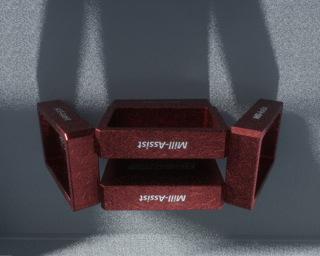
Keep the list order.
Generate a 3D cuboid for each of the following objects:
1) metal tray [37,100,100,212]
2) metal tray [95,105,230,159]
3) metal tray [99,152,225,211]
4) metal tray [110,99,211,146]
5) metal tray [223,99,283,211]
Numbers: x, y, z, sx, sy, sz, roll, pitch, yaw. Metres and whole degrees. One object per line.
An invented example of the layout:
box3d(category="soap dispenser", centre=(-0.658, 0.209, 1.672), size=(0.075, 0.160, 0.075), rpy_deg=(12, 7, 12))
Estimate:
box3d(category="metal tray", centre=(-0.110, 0.026, 0.364), size=(0.030, 0.130, 0.089), rpy_deg=(-12, 114, -30))
box3d(category="metal tray", centre=(0.003, 0.001, 0.343), size=(0.131, 0.090, 0.030), rpy_deg=(0, 110, -1))
box3d(category="metal tray", centre=(0.002, 0.058, 0.364), size=(0.131, 0.090, 0.030), rpy_deg=(0, 110, -1))
box3d(category="metal tray", centre=(0.002, 0.009, 0.410), size=(0.131, 0.030, 0.089), rpy_deg=(-1, 110, -1))
box3d(category="metal tray", centre=(0.113, 0.024, 0.365), size=(0.030, 0.131, 0.089), rpy_deg=(12, 113, 27))
